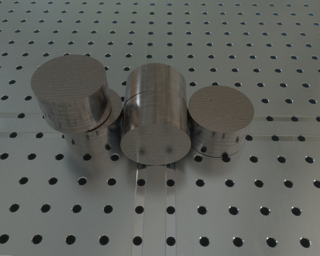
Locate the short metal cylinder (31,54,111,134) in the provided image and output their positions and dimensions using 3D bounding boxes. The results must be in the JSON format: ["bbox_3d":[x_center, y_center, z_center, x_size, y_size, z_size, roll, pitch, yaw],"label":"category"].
[{"bbox_3d":[-0.099,-0.040,0.357,0.081,0.050,0.080,0,50,0],"label":"short metal cylinder"}]

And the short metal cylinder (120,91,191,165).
[{"bbox_3d":[-0.005,0.002,0.370,0.081,0.080,0.050,-1,50,-1],"label":"short metal cylinder"}]

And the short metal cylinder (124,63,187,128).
[{"bbox_3d":[-0.006,-0.037,0.403,0.081,0.080,0.050,1,51,0],"label":"short metal cylinder"}]

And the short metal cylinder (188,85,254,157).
[{"bbox_3d":[0.075,-0.009,0.399,0.081,0.050,0.080,0,50,0],"label":"short metal cylinder"}]

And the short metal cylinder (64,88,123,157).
[{"bbox_3d":[-0.087,-0.010,0.399,0.081,0.050,0.080,0,50,0],"label":"short metal cylinder"}]
